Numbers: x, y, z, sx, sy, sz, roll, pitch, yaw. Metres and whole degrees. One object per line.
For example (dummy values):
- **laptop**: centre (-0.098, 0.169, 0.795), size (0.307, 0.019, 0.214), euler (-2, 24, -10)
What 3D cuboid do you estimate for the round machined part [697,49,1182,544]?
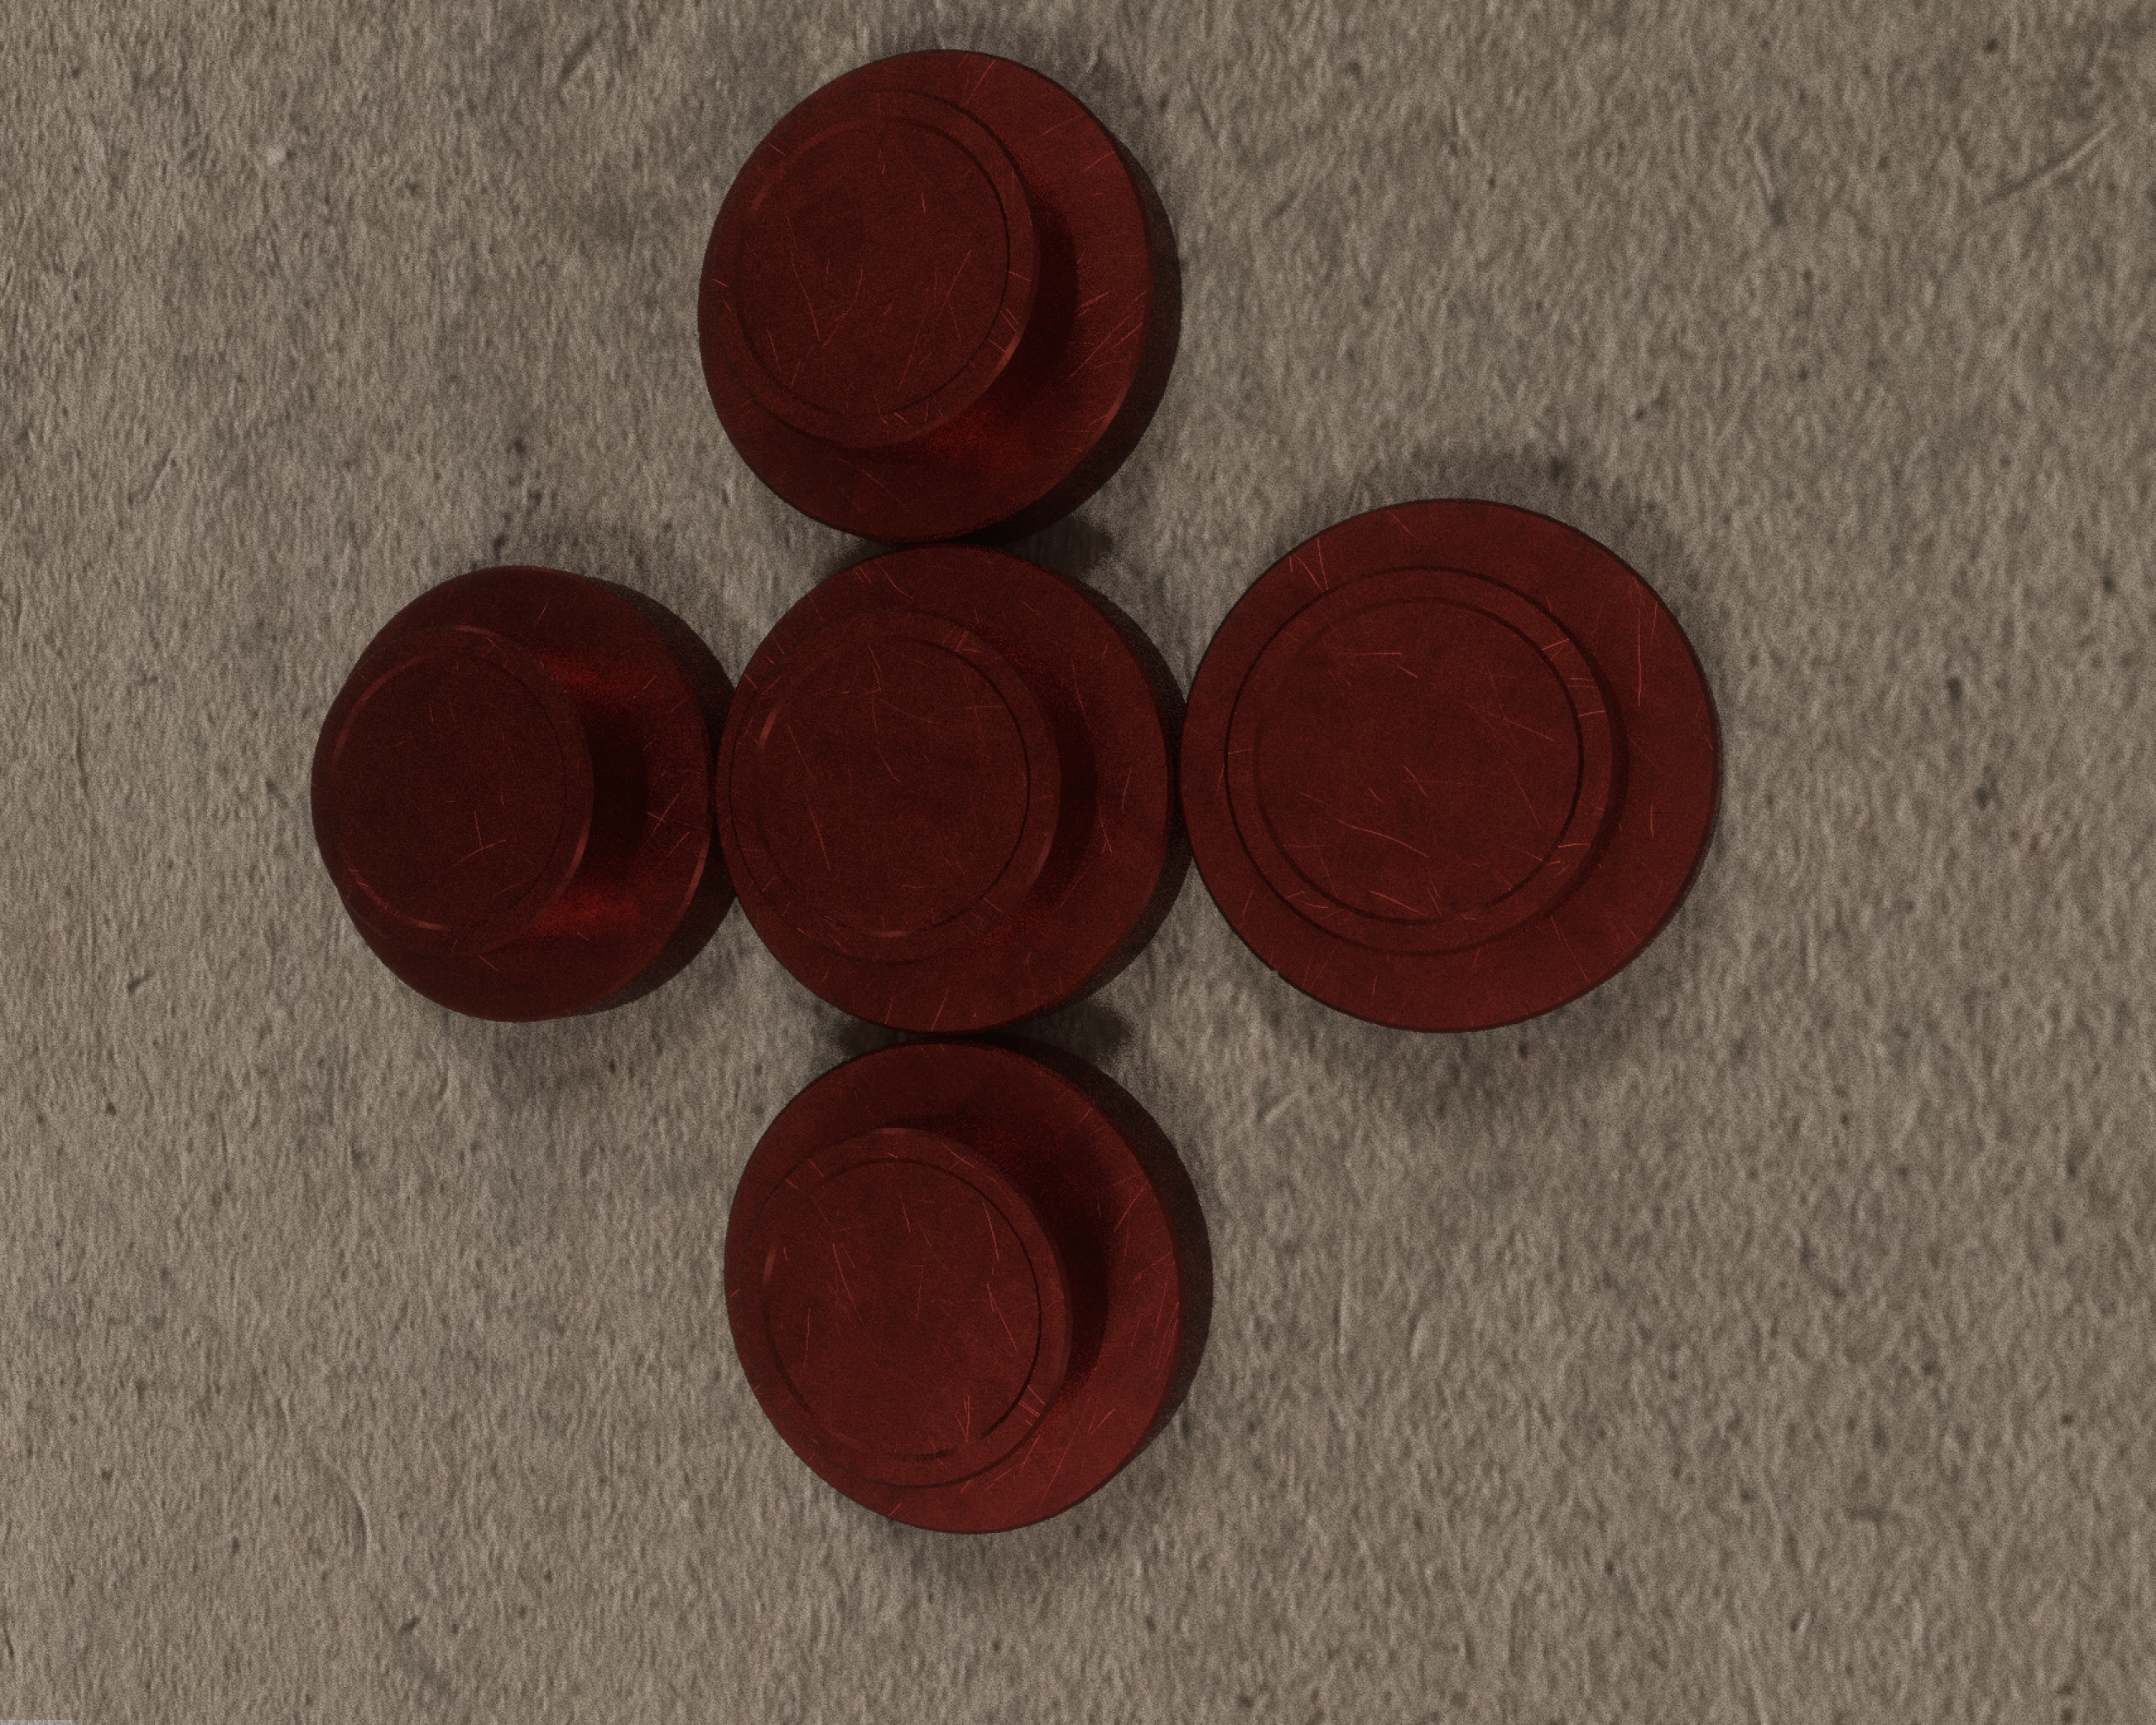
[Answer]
- **round machined part**: centre (-0.032, -0.112, 0.412), size (0.098, 0.042, 0.097), euler (0, 90, 19)

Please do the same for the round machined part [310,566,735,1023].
- **round machined part**: centre (-0.121, -0.014, 0.443), size (0.098, 0.042, 0.097), euler (0, 90, 19)

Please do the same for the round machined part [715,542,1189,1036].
- **round machined part**: centre (-0.028, -0.015, 0.410), size (0.098, 0.042, 0.097), euler (0, 90, 19)

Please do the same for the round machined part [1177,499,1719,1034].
- **round machined part**: centre (0.065, -0.017, 0.378), size (0.098, 0.042, 0.097), euler (0, 90, 19)

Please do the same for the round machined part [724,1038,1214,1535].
- **round machined part**: centre (-0.026, 0.083, 0.409), size (0.098, 0.042, 0.097), euler (0, 90, 19)
